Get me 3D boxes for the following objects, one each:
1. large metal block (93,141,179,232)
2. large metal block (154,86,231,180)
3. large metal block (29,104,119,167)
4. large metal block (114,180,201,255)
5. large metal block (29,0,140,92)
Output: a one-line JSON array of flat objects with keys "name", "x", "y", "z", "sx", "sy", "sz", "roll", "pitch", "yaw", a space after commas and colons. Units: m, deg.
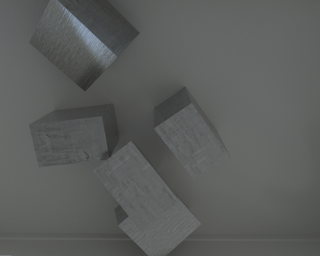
[{"name": "large metal block", "x": -0.026, "y": 0.062, "z": 0.360, "sx": 0.050, "sy": 0.080, "sz": 0.080, "roll": -39, "pitch": 89, "yaw": -4}, {"name": "large metal block", "x": 0.037, "y": 0.003, "z": 0.384, "sx": 0.050, "sy": 0.080, "sz": 0.080, "roll": -34, "pitch": 107, "yaw": 11}, {"name": "large metal block", "x": -0.099, "y": 0.006, "z": 0.380, "sx": 0.080, "sy": 0.080, "sz": 0.050, "roll": -7, "pitch": 104, "yaw": 2}, {"name": "large metal block", "x": -0.004, "y": 0.124, "z": 0.432, "sx": 0.080, "sy": 0.050, "sz": 0.080, "roll": -41, "pitch": 106, "yaw": -4}, {"name": "large metal block", "x": -0.084, "y": -0.099, "z": 0.341, "sx": 0.080, "sy": 0.050, "sz": 0.080, "roll": 43, "pitch": 140, "yaw": -15}]
